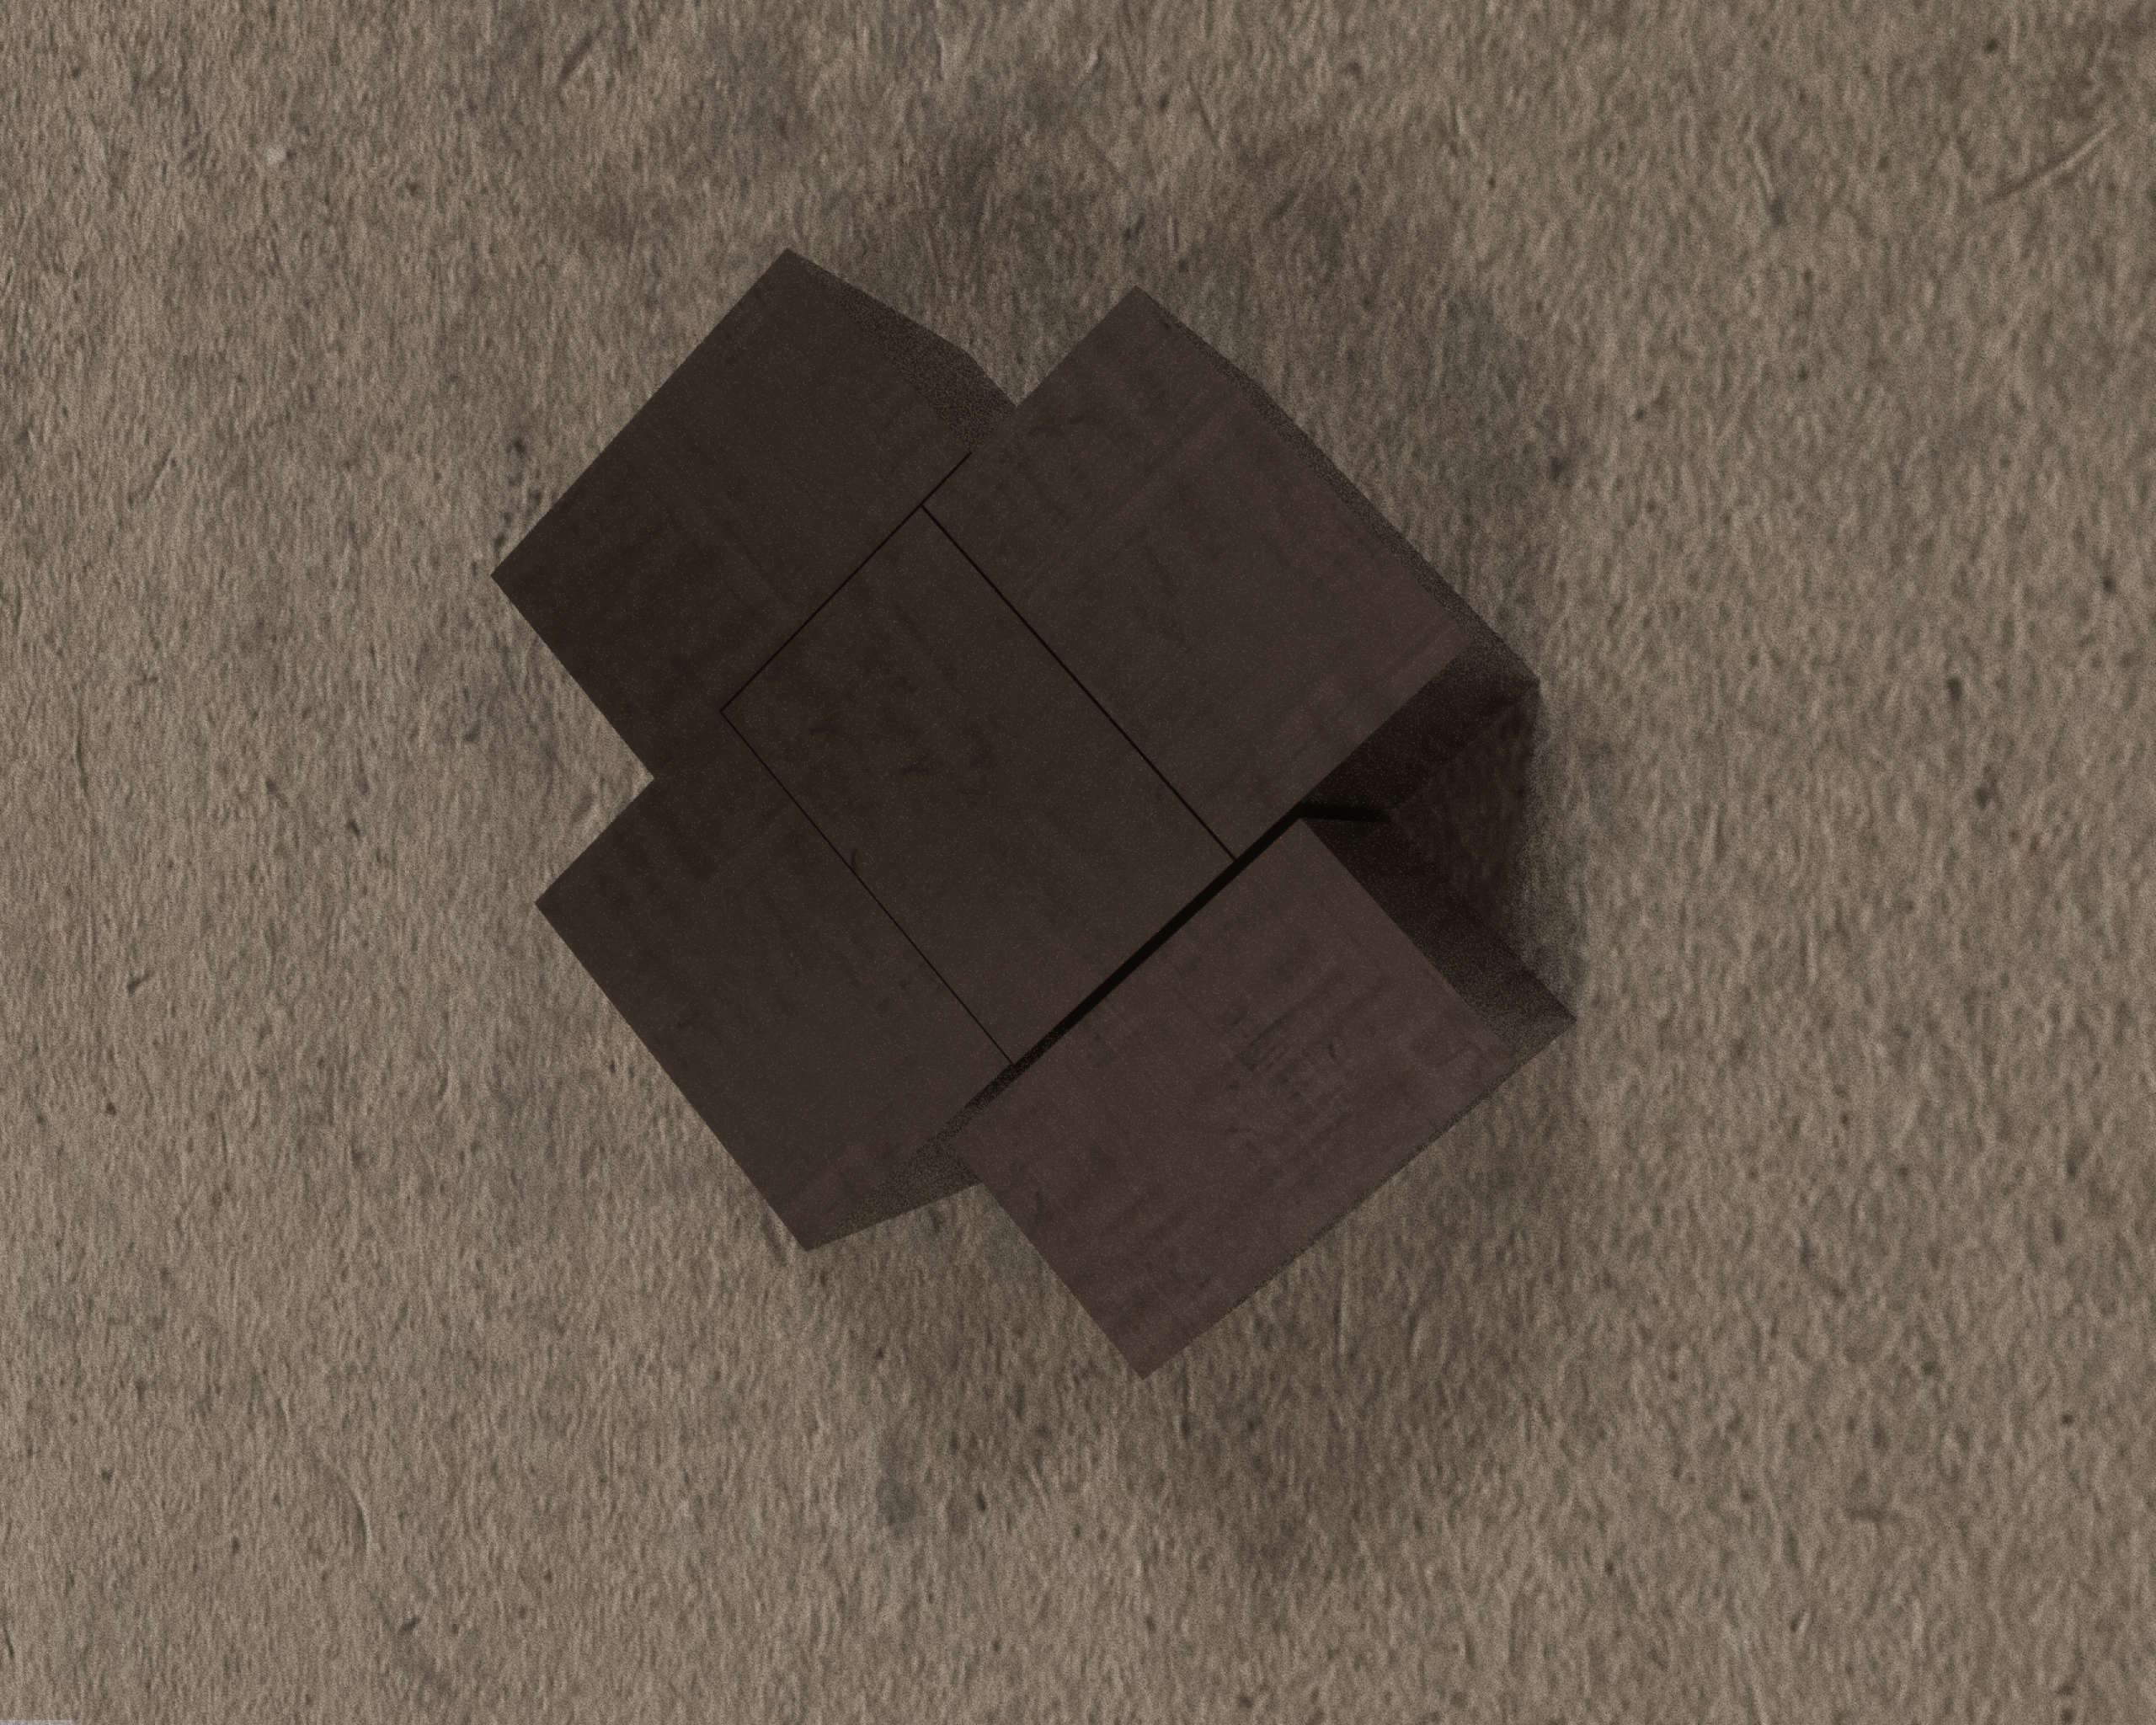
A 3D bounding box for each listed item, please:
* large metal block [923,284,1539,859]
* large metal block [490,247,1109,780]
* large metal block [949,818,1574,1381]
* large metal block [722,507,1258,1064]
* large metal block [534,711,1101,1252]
[{"bbox_3d":[0.031,-0.047,0.370,0.050,0.080,0.080,-44,77,15],"label":"large metal block"},{"bbox_3d":[-0.048,-0.060,0.397,0.080,0.080,0.050,-44,77,14],"label":"large metal block"},{"bbox_3d":[0.036,0.038,0.368,0.080,0.080,0.050,-44,77,14],"label":"large metal block"},{"bbox_3d":[-0.005,-0.013,0.382,0.050,0.080,0.080,-44,77,15],"label":"large metal block"},{"bbox_3d":[-0.040,0.020,0.395,0.050,0.080,0.080,-44,77,15],"label":"large metal block"}]
